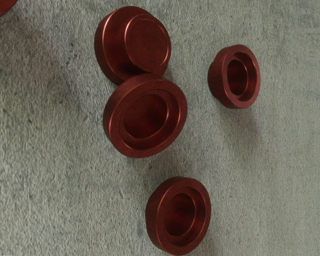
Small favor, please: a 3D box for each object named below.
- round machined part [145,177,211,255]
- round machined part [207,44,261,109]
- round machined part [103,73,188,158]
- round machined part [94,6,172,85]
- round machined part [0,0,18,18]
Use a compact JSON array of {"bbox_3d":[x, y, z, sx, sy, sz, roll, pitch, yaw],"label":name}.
[{"bbox_3d":[0.020,0.113,0.410,0.099,0.042,0.097,0,90,-40],"label":"round machined part"},{"bbox_3d":[0.113,-0.079,0.488,0.099,0.042,0.097,0,90,-40],"label":"round machined part"},{"bbox_3d":[-0.020,-0.017,0.360,0.099,0.042,0.097,-17,126,-25],"label":"round machined part"},{"bbox_3d":[-0.025,-0.097,0.372,0.099,0.042,0.097,0,90,-40],"label":"round machined part"},{"bbox_3d":[-0.167,-0.133,0.253,0.099,0.042,0.097,0,90,-40],"label":"round machined part"}]
